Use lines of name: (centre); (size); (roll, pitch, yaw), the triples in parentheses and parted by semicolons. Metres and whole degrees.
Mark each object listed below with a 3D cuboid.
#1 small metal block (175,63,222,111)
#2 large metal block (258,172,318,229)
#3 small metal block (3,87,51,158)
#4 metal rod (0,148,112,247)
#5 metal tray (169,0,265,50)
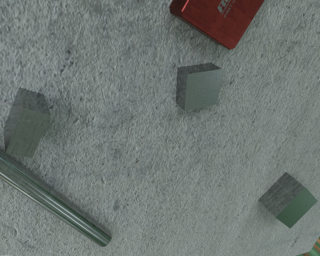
small metal block: (0.050, -0.054, 0.402); (0.050, 0.025, 0.050); (-12, 124, -22)
large metal block: (0.260, 0.147, 0.628); (0.080, 0.050, 0.080); (-48, 129, 5)
small metal block: (-0.136, -0.006, 0.313); (0.025, 0.050, 0.050); (17, 109, -35)
metal rod: (-0.150, 0.072, 0.370); (0.025, 0.025, 0.300); (-38, 130, -3)
metal tray: (0.081, -0.166, 0.347); (0.091, 0.030, 0.129); (20, 108, -36)
